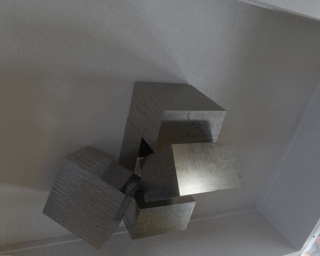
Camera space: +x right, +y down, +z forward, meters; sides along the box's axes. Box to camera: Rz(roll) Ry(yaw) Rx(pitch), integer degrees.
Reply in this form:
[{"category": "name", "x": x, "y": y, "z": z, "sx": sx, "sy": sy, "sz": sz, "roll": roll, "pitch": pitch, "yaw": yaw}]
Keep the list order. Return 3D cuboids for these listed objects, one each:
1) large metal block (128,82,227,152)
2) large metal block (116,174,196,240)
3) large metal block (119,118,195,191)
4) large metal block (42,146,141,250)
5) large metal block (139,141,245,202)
[{"category": "large metal block", "x": 0.017, "y": -0.016, "z": 0.371, "sx": 0.081, "sy": 0.080, "sz": 0.050, "roll": -1, "pitch": 119, "yaw": -28}, {"category": "large metal block", "x": -0.011, "y": 0.099, "z": 0.427, "sx": 0.081, "sy": 0.080, "sz": 0.050, "roll": 0, "pitch": 118, "yaw": -29}, {"category": "large metal block", "x": -0.005, "y": 0.033, "z": 0.412, "sx": 0.081, "sy": 0.050, "sz": 0.079, "roll": -1, "pitch": 119, "yaw": -29}, {"category": "large metal block", "x": -0.080, "y": 0.080, "z": 0.368, "sx": 0.079, "sy": 0.080, "sz": 0.050, "roll": -64, "pitch": 169, "yaw": 18}, {"category": "large metal block", "x": 0.032, "y": 0.050, "z": 0.349, "sx": 0.081, "sy": 0.080, "sz": 0.050, "roll": -1, "pitch": 74, "yaw": -29}]
